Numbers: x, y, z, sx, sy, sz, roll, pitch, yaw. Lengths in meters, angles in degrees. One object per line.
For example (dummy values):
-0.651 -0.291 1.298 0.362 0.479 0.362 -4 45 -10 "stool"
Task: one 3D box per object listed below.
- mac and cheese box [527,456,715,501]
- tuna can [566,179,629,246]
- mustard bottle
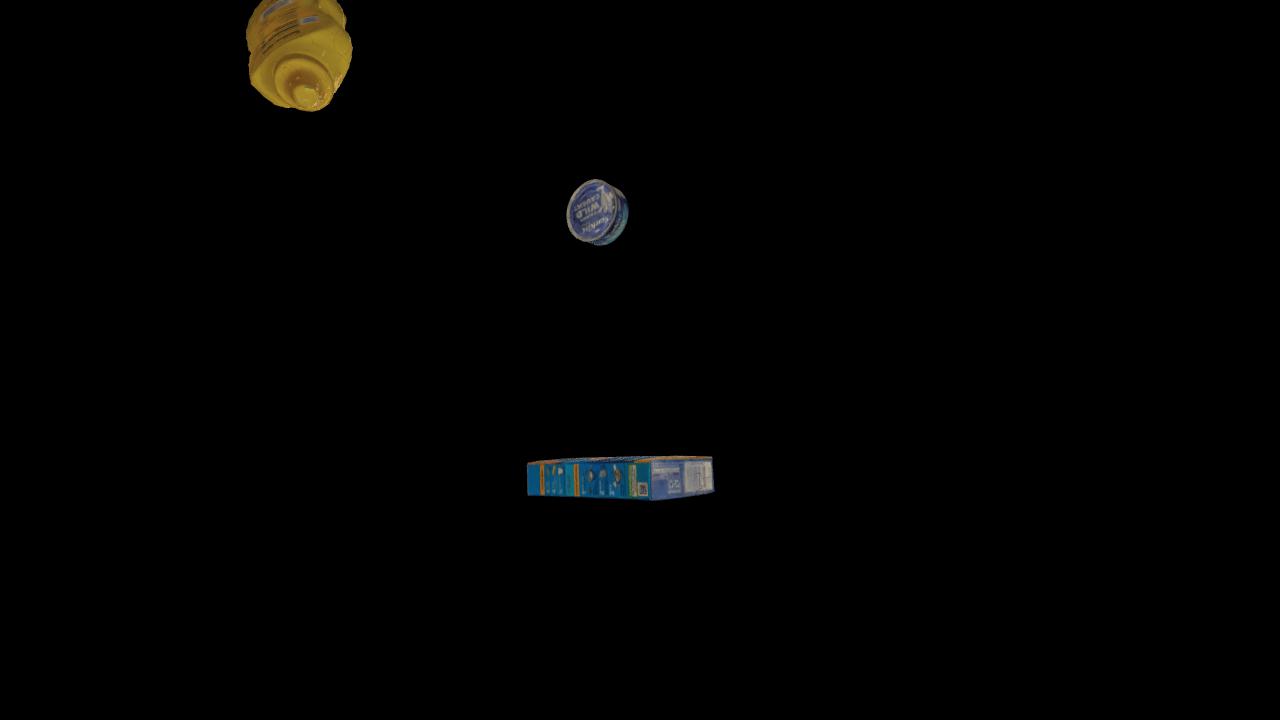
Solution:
-0.024 0.118 0.624 0.184 0.041 0.093 -10 -10 43 "mac and cheese box"
-0.057 -0.198 0.833 0.084 0.084 0.034 0 -4 33 "tuna can"
-0.293 -0.263 0.529 0.092 0.184 0.054 -28 -39 -3 "mustard bottle"
